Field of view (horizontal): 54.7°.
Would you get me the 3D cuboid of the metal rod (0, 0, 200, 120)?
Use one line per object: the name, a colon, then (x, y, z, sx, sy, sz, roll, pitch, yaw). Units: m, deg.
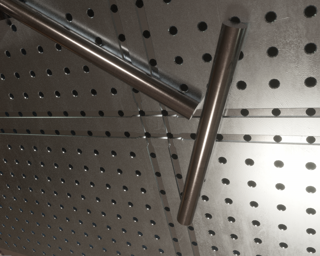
metal rod: (-0.086, -0.096, 0.395, 0.301, 0.025, 0.025, 31, 128, 8)

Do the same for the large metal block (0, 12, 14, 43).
large metal block: (-0.261, -0.140, 0.424, 0.080, 0.080, 0.050, -32, 101, 38)

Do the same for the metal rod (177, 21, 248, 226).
metal rod: (0.056, 0.019, 0.391, 0.025, 0.025, 0.298, 20, 126, 16)
